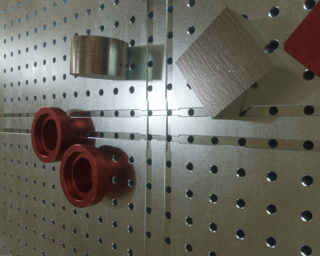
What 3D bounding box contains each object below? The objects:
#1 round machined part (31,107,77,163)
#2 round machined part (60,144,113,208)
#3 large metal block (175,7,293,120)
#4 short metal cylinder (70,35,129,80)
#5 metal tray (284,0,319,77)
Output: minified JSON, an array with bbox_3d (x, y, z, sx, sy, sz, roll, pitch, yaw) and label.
[{"bbox_3d":[-0.185,0.012,0.551,0.098,0.042,0.097,0,90,40],"label":"round machined part"},{"bbox_3d":[-0.113,0.074,0.492,0.098,0.042,0.097,0,90,40],"label":"round machined part"},{"bbox_3d":[0.076,-0.065,0.331,0.080,0.050,0.080,-44,64,31],"label":"large metal block"},{"bbox_3d":[-0.087,-0.099,0.446,0.080,0.081,0.050,7,95,40],"label":"short metal cylinder"},{"bbox_3d":[0.183,-0.092,0.255,0.090,0.030,0.129,51,120,28],"label":"metal tray"}]
